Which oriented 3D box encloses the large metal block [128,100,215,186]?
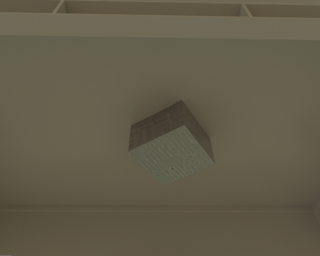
[{"bbox_3d":[0.016,0.022,0.412,0.080,0.050,0.080,-26,126,20],"label":"large metal block"}]
